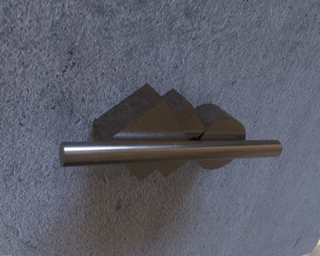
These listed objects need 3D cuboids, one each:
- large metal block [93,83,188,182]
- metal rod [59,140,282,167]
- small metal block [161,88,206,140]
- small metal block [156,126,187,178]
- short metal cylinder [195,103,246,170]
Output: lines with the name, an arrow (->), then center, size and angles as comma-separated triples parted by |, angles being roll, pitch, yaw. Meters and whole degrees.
large metal block -> -0.020, 0.006, 0.383 | 0.080, 0.050, 0.080 | -36, 129, -4
metal rod -> 0.036, 0.028, 0.378 | 0.303, 0.025, 0.025 | 1, 118, -29
small metal block -> 0.027, -0.017, 0.397 | 0.025, 0.050, 0.050 | -37, 130, -4
small metal block -> 0.010, 0.031, 0.418 | 0.050, 0.050, 0.025 | -36, 130, -4
short metal cylinder -> 0.073, 0.012, 0.438 | 0.081, 0.050, 0.079 | -14, 124, -21
